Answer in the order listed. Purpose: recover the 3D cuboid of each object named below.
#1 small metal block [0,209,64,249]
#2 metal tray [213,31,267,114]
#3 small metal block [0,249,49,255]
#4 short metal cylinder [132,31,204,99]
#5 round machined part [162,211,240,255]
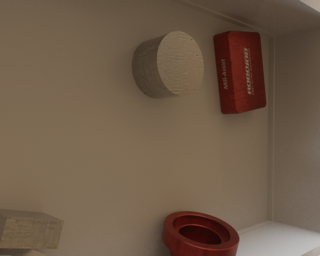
[{"bbox_3d":[-0.125,0.092,0.286,0.050,0.050,0.025,20,74,-39],"label":"small metal block"},{"bbox_3d":[0.137,-0.093,0.521,0.091,0.030,0.129,-13,98,-40],"label":"metal tray"},{"bbox_3d":[-0.132,0.139,0.285,0.050,0.025,0.050,41,39,-32],"label":"small metal block"},{"bbox_3d":[0.011,-0.079,0.401,0.081,0.050,0.079,0,90,-40],"label":"short metal cylinder"},{"bbox_3d":[0.051,0.151,0.406,0.099,0.098,0.042,2,103,-40],"label":"round machined part"}]
